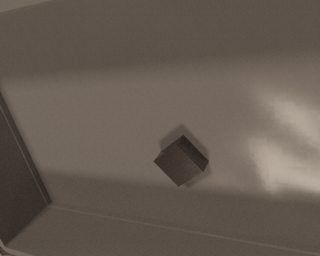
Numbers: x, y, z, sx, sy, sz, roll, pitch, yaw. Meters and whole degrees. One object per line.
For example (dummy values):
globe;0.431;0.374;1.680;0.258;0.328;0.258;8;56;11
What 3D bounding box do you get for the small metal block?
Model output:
small metal block;0.029;0.045;0.421;0.050;0.025;0.050;46;129;-5
